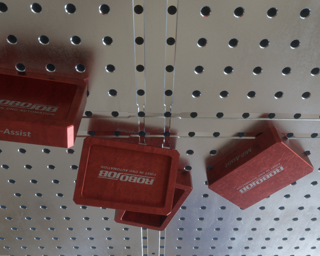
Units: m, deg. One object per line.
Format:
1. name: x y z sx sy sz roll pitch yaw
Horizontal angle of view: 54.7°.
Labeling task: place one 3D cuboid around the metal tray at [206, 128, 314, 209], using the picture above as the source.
1. metal tray: 0.147 0.066 0.467 0.090 0.030 0.130 34 122 -26

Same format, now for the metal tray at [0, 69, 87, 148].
1. metal tray: -0.154 -0.026 0.344 0.131 0.090 0.030 7 130 -7

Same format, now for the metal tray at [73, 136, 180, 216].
1. metal tray: -0.045 0.065 0.427 0.131 0.030 0.090 10 84 -9

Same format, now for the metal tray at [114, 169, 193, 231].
1. metal tray: -0.014 0.115 0.506 0.091 0.030 0.129 16 128 -14
